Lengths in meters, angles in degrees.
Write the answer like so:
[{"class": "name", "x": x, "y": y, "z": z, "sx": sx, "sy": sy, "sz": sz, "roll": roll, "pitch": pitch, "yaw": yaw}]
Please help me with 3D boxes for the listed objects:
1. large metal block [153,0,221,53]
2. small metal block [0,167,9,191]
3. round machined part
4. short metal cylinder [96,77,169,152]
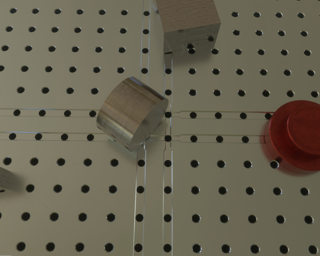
[{"class": "large metal block", "x": 0.036, "y": -0.165, "z": 0.459, "sx": 0.081, "sy": 0.050, "sz": 0.080, "roll": -11, "pitch": 71, "yaw": -5}, {"class": "small metal block", "x": -0.219, "y": 0.063, "z": 0.373, "sx": 0.050, "sy": 0.050, "sz": 0.025, "roll": -9, "pitch": 71, "yaw": -4}, {"class": "round machined part", "x": 0.192, "y": 0.007, "z": 0.402, "sx": 0.099, "sy": 0.042, "sz": 0.098, "roll": 0, "pitch": 70, "yaw": -1}, {"class": "short metal cylinder", "x": -0.033, "y": -0.017, "z": 0.388, "sx": 0.050, "sy": 0.080, "sz": 0.080, "roll": 35, "pitch": 74, "yaw": 11}]
